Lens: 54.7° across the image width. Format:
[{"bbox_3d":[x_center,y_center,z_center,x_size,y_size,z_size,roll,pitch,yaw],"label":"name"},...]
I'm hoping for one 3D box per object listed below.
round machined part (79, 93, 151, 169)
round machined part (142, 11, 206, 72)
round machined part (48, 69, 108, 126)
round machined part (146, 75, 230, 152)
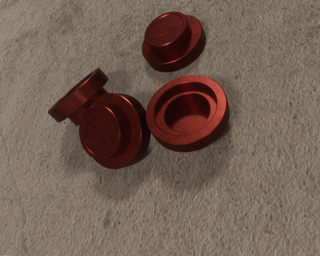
[{"bbox_3d":[-0.064,0.004,0.394,0.098,0.042,0.097,3,95,32],"label":"round machined part"},{"bbox_3d":[0.016,-0.136,0.467,0.098,0.042,0.098,-13,56,20],"label":"round machined part"},{"bbox_3d":[-0.113,-0.041,0.457,0.098,0.042,0.098,-35,19,15],"label":"round machined part"},{"bbox_3d":[0.036,-0.014,0.378,0.098,0.042,0.098,-10,56,16],"label":"round machined part"}]
